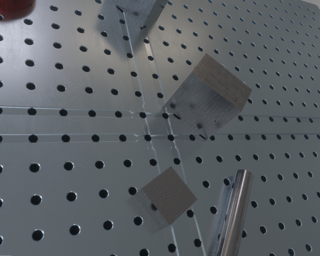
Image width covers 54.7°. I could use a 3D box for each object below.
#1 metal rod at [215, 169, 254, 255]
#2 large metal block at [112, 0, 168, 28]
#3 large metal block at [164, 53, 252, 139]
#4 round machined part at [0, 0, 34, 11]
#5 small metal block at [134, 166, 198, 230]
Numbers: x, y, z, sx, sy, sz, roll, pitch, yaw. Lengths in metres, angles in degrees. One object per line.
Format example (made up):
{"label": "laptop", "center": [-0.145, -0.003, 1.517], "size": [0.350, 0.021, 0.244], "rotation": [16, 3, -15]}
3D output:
{"label": "metal rod", "center": [0.065, 0.171, 0.338], "size": [0.025, 0.025, 0.301], "rotation": [32, 51, -8]}
{"label": "large metal block", "center": [-0.029, -0.224, 0.494], "size": [0.080, 0.080, 0.050], "rotation": [43, 51, 1]}
{"label": "large metal block", "center": [0.066, -0.042, 0.434], "size": [0.080, 0.080, 0.050], "rotation": [38, 51, -3]}
{"label": "round machined part", "center": [-0.213, -0.206, 0.408], "size": [0.099, 0.042, 0.098], "rotation": [14, 56, -21]}
{"label": "small metal block", "center": [0.007, 0.081, 0.362], "size": [0.050, 0.025, 0.050], "rotation": [-32, 80, -38]}
